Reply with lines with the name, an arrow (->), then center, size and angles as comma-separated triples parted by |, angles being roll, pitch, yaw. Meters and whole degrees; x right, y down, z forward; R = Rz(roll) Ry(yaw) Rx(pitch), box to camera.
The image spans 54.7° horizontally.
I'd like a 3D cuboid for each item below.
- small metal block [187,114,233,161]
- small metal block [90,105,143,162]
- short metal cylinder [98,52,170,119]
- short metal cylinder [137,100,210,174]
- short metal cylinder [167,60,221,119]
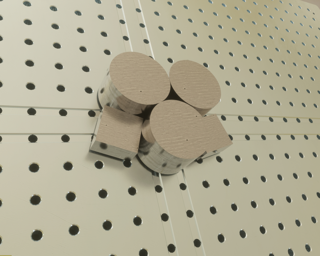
small metal block -> 0.065, 0.012, 0.432 | 0.050, 0.025, 0.050 | -15, 70, -34
small metal block -> -0.051, 0.007, 0.372 | 0.050, 0.025, 0.050 | 19, 54, -17
short metal cylinder -> -0.034, -0.051, 0.401 | 0.081, 0.050, 0.080 | 14, 56, -21
short metal cylinder -> 0.014, 0.012, 0.388 | 0.081, 0.050, 0.080 | 14, 56, -21
short metal cylinder -> 0.038, -0.049, 0.438 | 0.081, 0.050, 0.080 | 14, 56, -21
